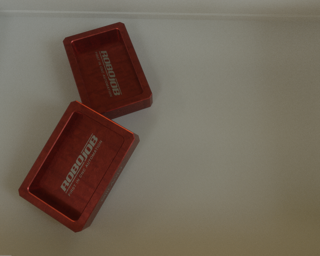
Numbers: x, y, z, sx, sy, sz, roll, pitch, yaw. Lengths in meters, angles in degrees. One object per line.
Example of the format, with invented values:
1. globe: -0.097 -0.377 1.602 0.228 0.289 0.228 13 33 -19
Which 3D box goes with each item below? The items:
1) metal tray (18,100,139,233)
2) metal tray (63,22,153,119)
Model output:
1. metal tray: -0.095 0.044 0.371 0.090 0.030 0.130 30 88 10
2. metal tray: -0.073 -0.079 0.434 0.091 0.030 0.130 -19 71 -7
